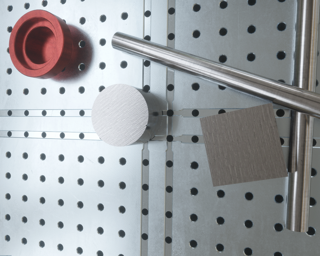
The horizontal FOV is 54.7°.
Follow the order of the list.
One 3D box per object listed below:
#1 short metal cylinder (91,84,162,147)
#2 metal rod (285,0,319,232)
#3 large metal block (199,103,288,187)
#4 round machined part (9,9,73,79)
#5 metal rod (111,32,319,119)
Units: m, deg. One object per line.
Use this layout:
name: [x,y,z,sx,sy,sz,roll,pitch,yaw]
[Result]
short metal cylinder: [-0.043,-0.016,0.415,0.080,0.050,0.080,0,90,20]
metal rod: [0.164,-0.033,0.354,0.025,0.025,0.298,3,91,20]
large metal block: [0.099,0.020,0.364,0.080,0.050,0.080,-12,86,19]
round machined part: [-0.172,-0.122,0.464,0.098,0.042,0.097,0,90,20]
metal rod: [0.066,-0.067,0.373,0.300,0.025,0.025,24,98,24]
